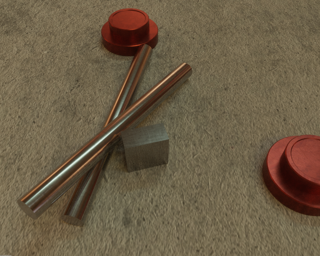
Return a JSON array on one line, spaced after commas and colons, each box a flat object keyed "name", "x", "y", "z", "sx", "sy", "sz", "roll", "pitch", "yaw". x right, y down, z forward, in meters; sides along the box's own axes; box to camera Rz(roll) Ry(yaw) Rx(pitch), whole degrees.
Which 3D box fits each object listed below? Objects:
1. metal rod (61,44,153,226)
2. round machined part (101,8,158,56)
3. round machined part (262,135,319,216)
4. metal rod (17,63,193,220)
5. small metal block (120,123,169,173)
[{"name": "metal rod", "x": -0.057, "y": -0.016, "z": 0.415, "sx": 0.025, "sy": 0.025, "sz": 0.300, "roll": 10, "pitch": 51, "yaw": 8}, {"name": "round machined part", "x": -0.053, "y": -0.171, "z": 0.536, "sx": 0.099, "sy": 0.042, "sz": 0.098, "roll": 0, "pitch": 50, "yaw": 0}, {"name": "round machined part", "x": 0.173, "y": 0.046, "z": 0.355, "sx": 0.099, "sy": 0.042, "sz": 0.098, "roll": 0, "pitch": 50, "yaw": 0}, {"name": "metal rod", "x": -0.042, "y": -0.007, "z": 0.383, "sx": 0.025, "sy": 0.025, "sz": 0.302, "roll": 26, "pitch": 47, "yaw": 20}, {"name": "small metal block", "x": -0.017, "y": 0.024, "z": 0.367, "sx": 0.050, "sy": 0.050, "sz": 0.025, "roll": -12, "pitch": 52, "yaw": -10}]
